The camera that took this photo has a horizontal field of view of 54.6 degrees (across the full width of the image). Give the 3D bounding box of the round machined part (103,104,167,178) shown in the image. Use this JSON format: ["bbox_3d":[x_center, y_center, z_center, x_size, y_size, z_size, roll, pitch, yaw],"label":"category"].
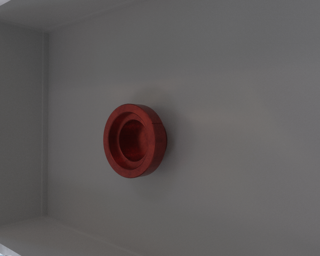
[{"bbox_3d":[-0.029,0.017,0.421,0.098,0.042,0.097,0,90,40],"label":"round machined part"}]
